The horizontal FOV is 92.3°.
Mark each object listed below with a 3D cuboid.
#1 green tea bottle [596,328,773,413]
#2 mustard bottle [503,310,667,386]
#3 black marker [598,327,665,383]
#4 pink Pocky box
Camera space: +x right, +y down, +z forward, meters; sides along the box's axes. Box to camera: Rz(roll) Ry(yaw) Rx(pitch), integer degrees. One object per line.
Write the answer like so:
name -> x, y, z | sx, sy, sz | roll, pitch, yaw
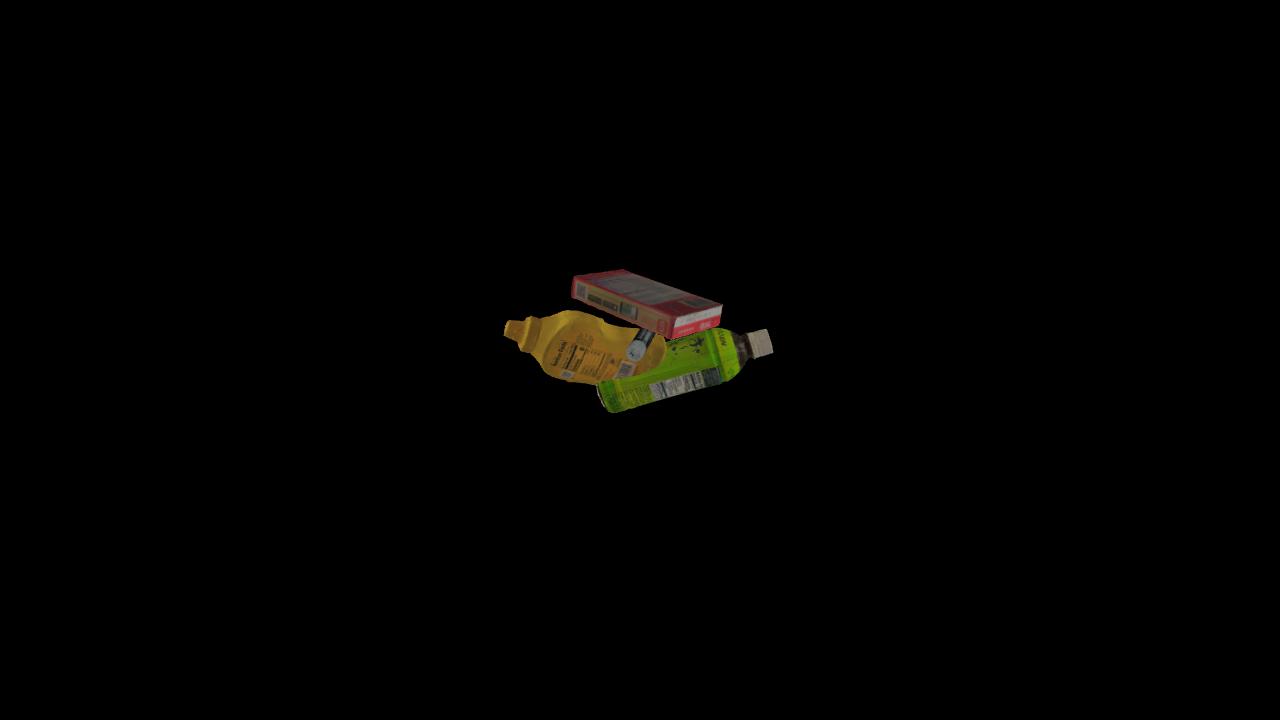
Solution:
green tea bottle -> 0.053, 0.007, 0.741 | 0.212, 0.073, 0.073 | -14, -2, 8
mustard bottle -> -0.068, -0.012, 0.716 | 0.184, 0.092, 0.054 | 16, 40, -19
black marker -> 0.012, -0.038, 0.700 | 0.020, 0.020, 0.121 | 0, 32, 21
pink Pocky box -> 0.005, -0.065, 0.680 | 0.155, 0.029, 0.084 | 25, 28, 36
